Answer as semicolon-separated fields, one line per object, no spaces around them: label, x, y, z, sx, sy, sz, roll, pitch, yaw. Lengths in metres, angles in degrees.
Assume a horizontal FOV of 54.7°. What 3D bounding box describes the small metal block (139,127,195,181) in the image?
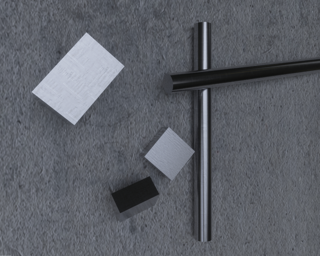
small metal block;0.009;0.034;0.414;0.050;0.025;0.050;43;76;-15

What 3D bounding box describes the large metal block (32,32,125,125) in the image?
large metal block;-0.093;-0.050;0.346;0.050;0.080;0.080;41;77;-16

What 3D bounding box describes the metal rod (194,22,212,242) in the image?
metal rod;0.060;0.005;0.432;0.025;0.025;0.298;0;90;-20

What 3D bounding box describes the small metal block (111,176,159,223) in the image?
small metal block;-0.032;0.089;0.382;0.050;0.050;0.025;-22;67;-19

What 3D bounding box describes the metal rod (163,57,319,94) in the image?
metal rod;0.142;-0.080;0.445;0.303;0.025;0.025;-11;94;-27
